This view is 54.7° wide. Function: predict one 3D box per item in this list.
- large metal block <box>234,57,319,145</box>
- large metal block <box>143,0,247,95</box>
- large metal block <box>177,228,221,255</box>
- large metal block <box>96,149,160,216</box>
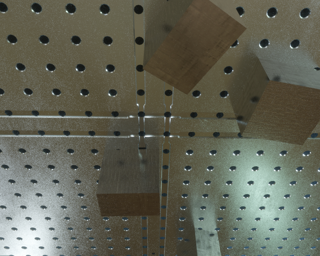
[{"bbox_3d":[0.145,-0.030,0.372,0.081,0.050,0.079,9,130,-8],"label":"large metal block"},{"bbox_3d":[0.028,-0.093,0.297,0.050,0.080,0.080,28,125,-22],"label":"large metal block"},{"bbox_3d":[0.074,0.252,0.591,0.050,0.080,0.079,18,128,-15],"label":"large metal block"},{"bbox_3d":[-0.041,0.076,0.440,0.081,0.080,0.050,-1,130,0],"label":"large metal block"}]
